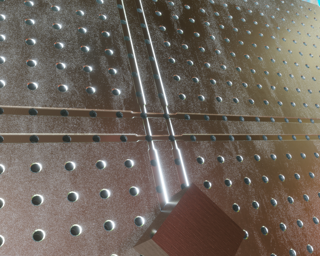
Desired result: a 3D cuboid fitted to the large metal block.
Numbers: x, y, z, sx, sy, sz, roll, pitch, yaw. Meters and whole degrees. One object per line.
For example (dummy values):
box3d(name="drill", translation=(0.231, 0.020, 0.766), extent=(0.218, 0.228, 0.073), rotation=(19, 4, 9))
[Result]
box3d(name="large metal block", translation=(0.033, 0.121, 0.335), extent=(0.080, 0.050, 0.080), rotation=(44, 51, 2))
